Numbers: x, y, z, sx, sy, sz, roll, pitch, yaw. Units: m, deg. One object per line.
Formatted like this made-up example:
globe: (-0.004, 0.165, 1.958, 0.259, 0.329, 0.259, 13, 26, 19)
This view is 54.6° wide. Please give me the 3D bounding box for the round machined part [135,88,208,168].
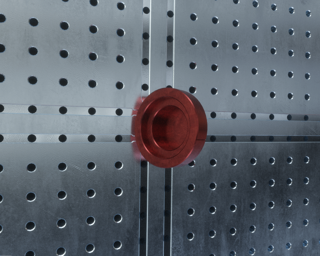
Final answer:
round machined part: (0.018, 0.001, 0.390, 0.042, 0.098, 0.097, 4, 88, -51)
